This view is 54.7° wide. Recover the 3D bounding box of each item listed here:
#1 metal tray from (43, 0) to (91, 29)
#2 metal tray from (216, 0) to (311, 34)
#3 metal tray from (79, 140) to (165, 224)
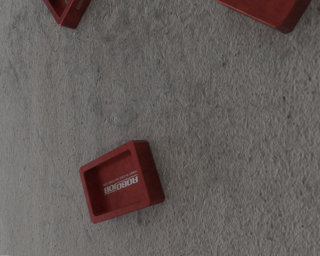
[{"bbox_3d":[-0.146,-0.246,0.522,0.129,0.030,0.090,-49,61,29],"label":"metal tray"},{"bbox_3d":[0.120,-0.171,0.302,0.090,0.030,0.129,41,115,32],"label":"metal tray"},{"bbox_3d":[-0.060,0.081,0.451,0.130,0.030,0.090,-28,73,36],"label":"metal tray"}]
